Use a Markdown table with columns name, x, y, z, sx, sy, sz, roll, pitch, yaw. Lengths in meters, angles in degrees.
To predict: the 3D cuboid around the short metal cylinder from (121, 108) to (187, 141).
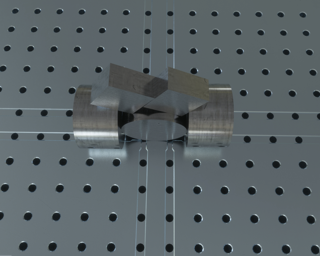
| name | x | y | z | sx | sy | sz | roll | pitch | yaw |
| --- | --- | --- | --- | --- | --- | --- | --- | --- | --- |
| short metal cylinder | -0.007 | -0.019 | 0.389 | 0.081 | 0.080 | 0.050 | 1 | 70 | 0 |

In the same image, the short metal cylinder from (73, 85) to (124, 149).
| name | x | y | z | sx | sy | sz | roll | pitch | yaw |
| --- | --- | --- | --- | --- | --- | --- | --- | --- | --- |
| short metal cylinder | -0.072 | -0.014 | 0.386 | 0.050 | 0.080 | 0.080 | 1 | 70 | 1 |

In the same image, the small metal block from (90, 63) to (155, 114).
| name | x | y | z | sx | sy | sz | roll | pitch | yaw |
| --- | --- | --- | --- | --- | --- | --- | --- | --- | --- |
| small metal block | -0.040 | -0.040 | 0.326 | 0.050 | 0.050 | 0.025 | 12 | 67 | -29 |

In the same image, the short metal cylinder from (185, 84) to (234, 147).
| name | x | y | z | sx | sy | sz | roll | pitch | yaw |
| --- | --- | --- | --- | --- | --- | --- | --- | --- | --- |
| short metal cylinder | 0.059 | -0.015 | 0.388 | 0.050 | 0.080 | 0.080 | 0 | 70 | 1 |

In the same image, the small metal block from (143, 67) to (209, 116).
| name | x | y | z | sx | sy | sz | roll | pitch | yaw |
| --- | --- | --- | --- | --- | --- | --- | --- | --- | --- |
| small metal block | 0.017 | -0.037 | 0.330 | 0.050 | 0.050 | 0.025 | 12 | 67 | -29 |
